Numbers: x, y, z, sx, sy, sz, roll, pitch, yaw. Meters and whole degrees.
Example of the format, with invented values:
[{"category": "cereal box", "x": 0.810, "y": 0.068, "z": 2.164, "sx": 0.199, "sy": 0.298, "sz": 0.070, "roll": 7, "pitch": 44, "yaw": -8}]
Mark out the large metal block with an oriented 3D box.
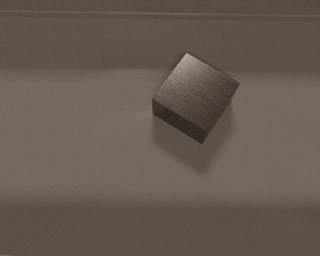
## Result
[{"category": "large metal block", "x": 0.046, "y": -0.038, "z": 0.411, "sx": 0.080, "sy": 0.050, "sz": 0.080, "roll": 32, "pitch": 73, "yaw": 11}]
